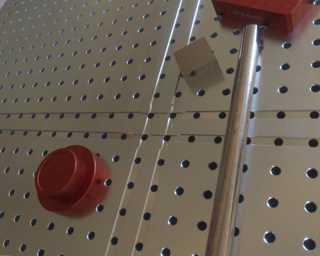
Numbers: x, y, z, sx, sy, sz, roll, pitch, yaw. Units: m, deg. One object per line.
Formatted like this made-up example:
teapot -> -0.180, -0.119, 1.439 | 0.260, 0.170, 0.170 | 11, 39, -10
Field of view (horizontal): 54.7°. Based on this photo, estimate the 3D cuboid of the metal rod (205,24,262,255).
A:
metal rod -> 0.090, -0.001, 0.361 | 0.025, 0.025, 0.300 | 1, 62, 28

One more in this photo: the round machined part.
round machined part -> -0.130, 0.067, 0.425 | 0.098, 0.042, 0.098 | -13, 56, 21

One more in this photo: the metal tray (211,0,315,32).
metal tray -> 0.151, -0.195, 0.445 | 0.130, 0.030, 0.090 | 31, 79, 38

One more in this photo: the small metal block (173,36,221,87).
small metal block -> 0.052, -0.094, 0.439 | 0.050, 0.025, 0.050 | -26, 53, 12
